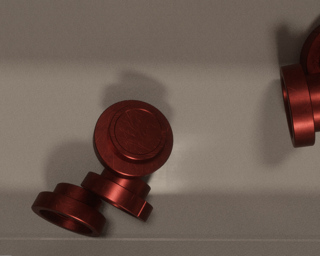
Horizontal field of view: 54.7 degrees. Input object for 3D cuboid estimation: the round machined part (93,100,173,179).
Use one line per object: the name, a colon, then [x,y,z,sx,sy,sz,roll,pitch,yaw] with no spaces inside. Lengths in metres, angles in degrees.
round machined part: [-0.030,0.010,0.377,0.099,0.042,0.098,6,70,-15]

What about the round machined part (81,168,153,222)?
round machined part: [-0.052,0.082,0.412,0.098,0.098,0.042,34,71,-12]

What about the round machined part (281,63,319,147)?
round machined part: [0.171,-0.028,0.361,0.042,0.098,0.097,-10,111,19]

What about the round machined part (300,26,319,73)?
round machined part: [0.227,-0.084,0.373,0.099,0.042,0.097,0,110,1]

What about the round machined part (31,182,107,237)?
round machined part: [-0.119,0.109,0.424,0.098,0.042,0.098,14,147,10]
